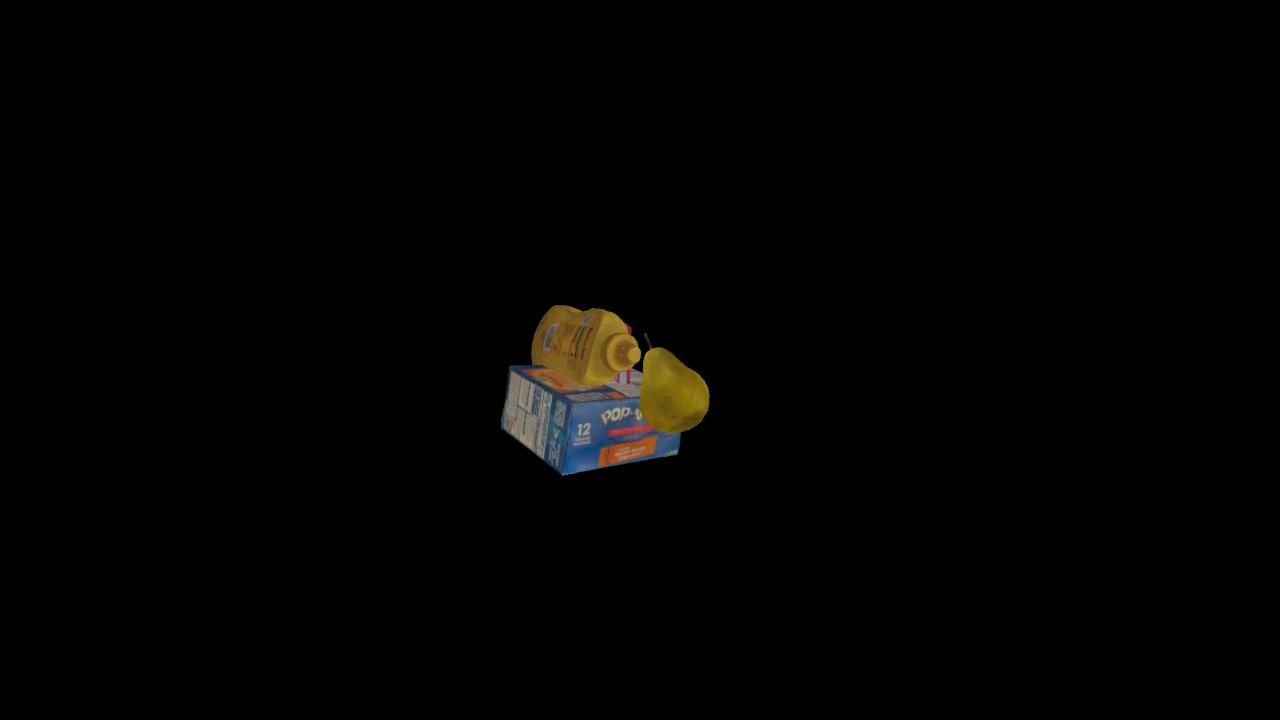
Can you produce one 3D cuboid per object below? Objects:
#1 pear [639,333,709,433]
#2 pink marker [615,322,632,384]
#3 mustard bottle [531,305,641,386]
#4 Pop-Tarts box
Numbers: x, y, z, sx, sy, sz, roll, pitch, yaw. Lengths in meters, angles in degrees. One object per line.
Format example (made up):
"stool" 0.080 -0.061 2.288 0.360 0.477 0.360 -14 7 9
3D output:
"pear" 0.029 0.024 0.679 0.080 0.111 0.080 -15 -26 -7
"pink marker" -0.020 0.010 0.725 0.020 0.121 0.020 1 -26 0
"mustard bottle" -0.058 -0.015 0.702 0.054 0.092 0.184 27 -10 -36
"Pop-Tarts box" -0.054 0.061 0.724 0.167 0.083 0.141 -3 17 -40
